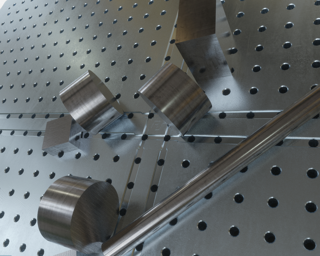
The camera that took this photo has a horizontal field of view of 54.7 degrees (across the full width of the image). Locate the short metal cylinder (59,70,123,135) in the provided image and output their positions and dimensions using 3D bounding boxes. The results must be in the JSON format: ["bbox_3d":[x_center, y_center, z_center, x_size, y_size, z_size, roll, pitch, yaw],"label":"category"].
[{"bbox_3d":[-0.097,-0.036,0.446,0.050,0.080,0.080,-36,51,4],"label":"short metal cylinder"}]

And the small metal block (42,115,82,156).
[{"bbox_3d":[-0.151,0.011,0.481,0.050,0.025,0.050,-15,55,19],"label":"small metal block"}]

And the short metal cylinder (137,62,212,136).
[{"bbox_3d":[0.018,-0.035,0.385,0.050,0.080,0.080,-45,51,-3],"label":"short metal cylinder"}]

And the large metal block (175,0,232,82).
[{"bbox_3d":[0.062,-0.121,0.415,0.050,0.080,0.080,-8,58,24],"label":"large metal block"}]

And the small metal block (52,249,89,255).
[{"bbox_3d":[-0.110,0.174,0.359,0.050,0.025,0.050,-23,53,14],"label":"small metal block"}]

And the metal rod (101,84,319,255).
[{"bbox_3d":[0.062,0.052,0.344,0.300,0.025,0.025,-37,51,3],"label":"metal rod"}]

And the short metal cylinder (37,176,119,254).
[{"bbox_3d":[-0.092,0.099,0.361,0.050,0.080,0.080,4,64,30],"label":"short metal cylinder"}]
